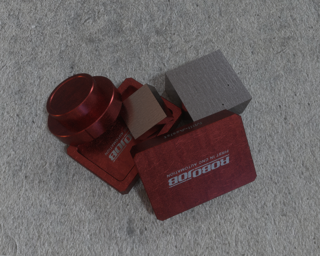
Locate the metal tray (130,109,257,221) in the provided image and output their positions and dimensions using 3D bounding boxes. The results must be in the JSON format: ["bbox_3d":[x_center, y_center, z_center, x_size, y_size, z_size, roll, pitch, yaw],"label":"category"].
[{"bbox_3d":[0.041,0.043,0.367,0.131,0.030,0.090,-22,108,-7],"label":"metal tray"}]

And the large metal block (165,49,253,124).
[{"bbox_3d":[0.061,-0.046,0.413,0.080,0.050,0.080,-25,72,-9],"label":"large metal block"}]

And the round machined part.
[{"bbox_3d":[-0.101,-0.030,0.388,0.098,0.042,0.098,-15,49,18],"label":"round machined part"}]

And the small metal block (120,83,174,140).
[{"bbox_3d":[-0.019,-0.020,0.392,0.050,0.025,0.050,-36,74,17],"label":"small metal block"}]

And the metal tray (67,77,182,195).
[{"bbox_3d":[-0.043,0.008,0.402,0.090,0.030,0.130,33,73,11],"label":"metal tray"}]
